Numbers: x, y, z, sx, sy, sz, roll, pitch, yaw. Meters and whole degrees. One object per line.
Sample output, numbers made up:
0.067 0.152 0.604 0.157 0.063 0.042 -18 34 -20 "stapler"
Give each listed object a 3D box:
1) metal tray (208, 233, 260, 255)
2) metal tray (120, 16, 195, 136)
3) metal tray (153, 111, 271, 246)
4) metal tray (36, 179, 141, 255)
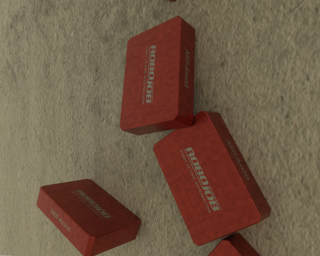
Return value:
0.073 0.193 0.340 0.090 0.030 0.129 46 117 29 "metal tray"
-0.003 -0.061 0.381 0.090 0.030 0.129 -11 68 39 "metal tray"
0.054 0.056 0.356 0.090 0.030 0.130 -37 68 33 "metal tray"
-0.103 0.121 0.444 0.130 0.091 0.030 28 107 36 "metal tray"
